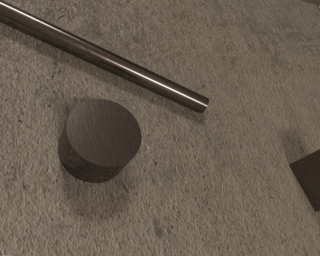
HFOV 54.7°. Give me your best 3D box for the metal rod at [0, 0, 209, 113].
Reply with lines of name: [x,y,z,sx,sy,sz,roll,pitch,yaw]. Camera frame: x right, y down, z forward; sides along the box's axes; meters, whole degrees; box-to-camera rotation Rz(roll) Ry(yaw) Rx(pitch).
metal rod: [-0.068,-0.091,0.423,0.302,0.025,0.025,23,53,-15]

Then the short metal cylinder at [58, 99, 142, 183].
short metal cylinder: [-0.067,0.015,0.344,0.081,0.050,0.080,14,56,-21]

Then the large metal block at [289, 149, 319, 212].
large metal block: [0.260,0.071,0.468,0.050,0.080,0.080,-10,67,-33]
